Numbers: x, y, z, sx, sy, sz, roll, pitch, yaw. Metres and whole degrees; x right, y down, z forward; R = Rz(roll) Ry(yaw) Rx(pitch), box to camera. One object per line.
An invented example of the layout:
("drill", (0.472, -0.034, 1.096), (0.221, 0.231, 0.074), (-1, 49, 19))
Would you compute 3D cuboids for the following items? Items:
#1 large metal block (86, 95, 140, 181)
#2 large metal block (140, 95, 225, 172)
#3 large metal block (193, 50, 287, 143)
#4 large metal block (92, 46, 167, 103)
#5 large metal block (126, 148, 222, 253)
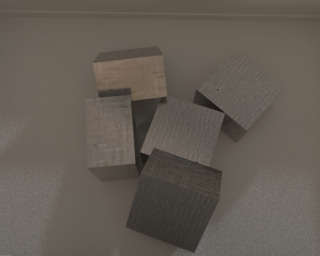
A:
("large metal block", (-0.055, 0.015, 0.373), (0.050, 0.080, 0.080), (-5, 70, -2))
("large metal block", (0.028, 0.013, 0.391), (0.080, 0.050, 0.080), (18, 71, 6))
("large metal block", (0.102, -0.041, 0.411), (0.080, 0.050, 0.080), (42, 75, 13))
("large metal block", (-0.037, -0.070, 0.398), (0.081, 0.080, 0.050), (-7, 112, -2))
("large metal block", (0.015, 0.079, 0.343), (0.080, 0.079, 0.050), (19, 29, 5))
